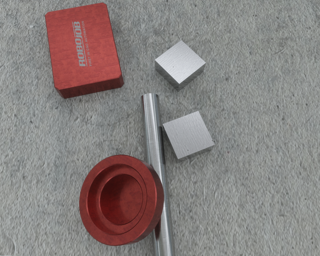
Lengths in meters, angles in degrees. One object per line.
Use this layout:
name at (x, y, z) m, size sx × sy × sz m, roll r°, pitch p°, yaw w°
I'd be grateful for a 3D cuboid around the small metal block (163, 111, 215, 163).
small metal block at (0.036, 0.012, 0.404) m, size 0.050 × 0.025 × 0.050 m, roll -21°, pitch 72°, yaw -8°

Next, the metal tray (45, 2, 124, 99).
metal tray at (-0.109, -0.113, 0.446) m, size 0.091 × 0.030 × 0.130 m, roll -12°, pitch 71°, yaw -5°

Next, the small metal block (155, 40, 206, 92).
small metal block at (0.028, -0.088, 0.441) m, size 0.050 × 0.025 × 0.050 m, roll -40°, pitch 75°, yaw -14°

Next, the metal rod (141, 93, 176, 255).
metal rod at (0.000, 0.098, 0.372) m, size 0.025 × 0.025 × 0.299 m, roll -5°, pitch 70°, yaw -2°

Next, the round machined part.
round machined part at (-0.040, 0.082, 0.356) m, size 0.098 × 0.042 × 0.098 m, roll -7°, pitch 71°, yaw 23°
